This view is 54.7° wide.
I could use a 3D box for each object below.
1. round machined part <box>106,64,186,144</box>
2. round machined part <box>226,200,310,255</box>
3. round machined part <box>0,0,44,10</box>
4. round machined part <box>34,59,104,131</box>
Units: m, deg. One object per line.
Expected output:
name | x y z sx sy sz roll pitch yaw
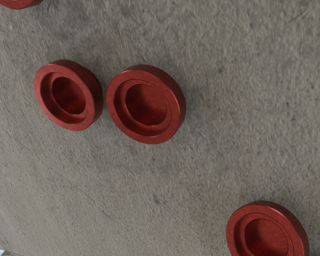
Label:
round machined part | -0.013 -0.032 0.382 0.098 0.042 0.097 13 124 20
round machined part | 0.138 0.140 0.393 0.098 0.042 0.097 3 95 41
round machined part | -0.166 -0.193 0.362 0.098 0.042 0.097 13 124 20
round machined part | -0.119 -0.048 0.427 0.098 0.042 0.097 13 124 20
